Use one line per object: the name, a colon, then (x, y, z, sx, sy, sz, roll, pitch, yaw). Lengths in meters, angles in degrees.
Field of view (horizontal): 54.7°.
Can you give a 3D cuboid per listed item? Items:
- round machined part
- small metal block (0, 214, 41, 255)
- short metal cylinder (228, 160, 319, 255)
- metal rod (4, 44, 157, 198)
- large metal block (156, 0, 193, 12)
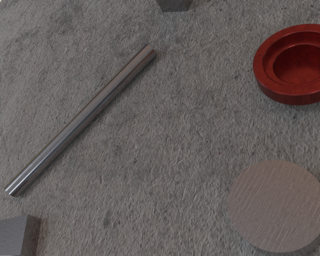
round machined part: (0.159, -0.066, 0.350, 0.098, 0.042, 0.098, -13, 56, 20)
small metal block: (-0.190, 0.147, 0.411, 0.050, 0.025, 0.050, -16, 55, 19)
short metal cylinder: (0.108, 0.076, 0.284, 0.080, 0.050, 0.080, -13, 56, 20)
metal rod: (-0.117, -0.014, 0.471, 0.300, 0.025, 0.025, -46, 52, -5)
large metal block: (0.024, -0.251, 0.508, 0.050, 0.080, 0.080, 11, 68, 32)
